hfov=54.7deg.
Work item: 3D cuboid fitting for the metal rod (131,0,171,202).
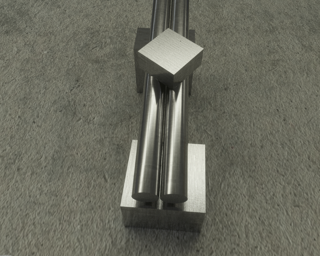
[{"bbox_3d":[-0.005,-0.062,0.362,0.025,0.025,0.300,3,57,2],"label":"metal rod"}]

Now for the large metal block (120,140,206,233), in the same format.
[{"bbox_3d":[0.006,0.062,0.336,0.080,0.050,0.080,4,50,3],"label":"large metal block"}]

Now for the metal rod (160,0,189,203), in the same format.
[{"bbox_3d":[0.021,-0.061,0.362,0.025,0.025,0.300,3,57,2],"label":"metal rod"}]

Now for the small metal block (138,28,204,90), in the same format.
[{"bbox_3d":[0.012,-0.077,0.343,0.050,0.025,0.050,37,64,20],"label":"small metal block"}]

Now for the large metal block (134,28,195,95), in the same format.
[{"bbox_3d":[0.007,-0.095,0.449,0.080,0.080,0.050,3,50,2],"label":"large metal block"}]
